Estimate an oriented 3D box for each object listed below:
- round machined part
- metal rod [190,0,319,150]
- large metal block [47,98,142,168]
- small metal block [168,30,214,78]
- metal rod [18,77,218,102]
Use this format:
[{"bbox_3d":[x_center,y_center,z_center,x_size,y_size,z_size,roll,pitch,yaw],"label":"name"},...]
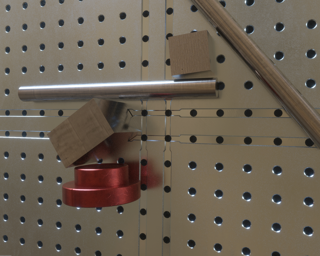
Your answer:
[{"bbox_3d":[-0.075,0.070,0.399,0.098,0.098,0.042,-2,90,19],"label":"round machined part"},{"bbox_3d":[0.103,-0.099,0.376,0.025,0.025,0.299,-40,78,15],"label":"metal rod"},{"bbox_3d":[-0.084,0.007,0.412,0.080,0.080,0.050,-35,79,16],"label":"large metal block"},{"bbox_3d":[0.040,-0.093,0.398,0.050,0.025,0.050,-5,88,19],"label":"small metal block"},{"bbox_3d":[-0.071,-0.052,0.436,0.301,0.025,0.025,1,90,19],"label":"metal rod"}]
